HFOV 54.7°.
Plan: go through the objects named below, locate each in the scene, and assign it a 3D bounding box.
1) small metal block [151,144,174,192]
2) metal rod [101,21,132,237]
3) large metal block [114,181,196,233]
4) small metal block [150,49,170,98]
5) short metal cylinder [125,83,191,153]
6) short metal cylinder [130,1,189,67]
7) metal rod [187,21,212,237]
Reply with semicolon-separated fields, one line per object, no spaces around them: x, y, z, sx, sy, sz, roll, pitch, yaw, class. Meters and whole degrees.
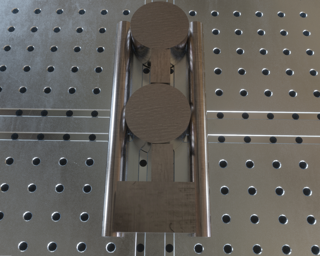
0.003;0.050;0.379;0.025;0.050;0.050;0;70;0;small metal block
-0.055;-0.013;0.415;0.025;0.025;0.299;1;70;0;metal rod
-0.005;0.092;0.349;0.080;0.080;0.050;1;70;0;large metal block
0.001;-0.072;0.423;0.025;0.050;0.050;1;70;0;small metal block
-0.003;-0.011;0.402;0.081;0.050;0.080;0;70;0;short metal cylinder
0.000;-0.133;0.446;0.081;0.050;0.080;0;70;0;short metal cylinder
0.051;-0.012;0.415;0.025;0.025;0.299;1;70;0;metal rod
